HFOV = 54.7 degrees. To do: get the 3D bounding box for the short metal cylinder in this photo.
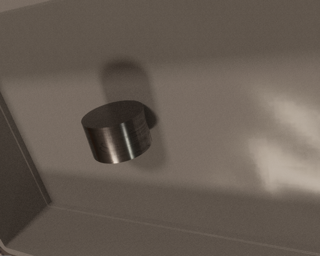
[{"bbox_3d":[-0.055,0.003,0.402,0.080,0.080,0.050,2,119,27],"label":"short metal cylinder"}]
